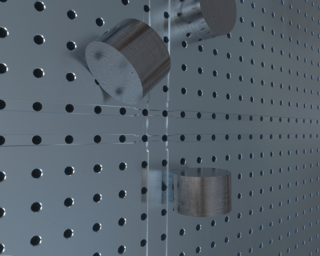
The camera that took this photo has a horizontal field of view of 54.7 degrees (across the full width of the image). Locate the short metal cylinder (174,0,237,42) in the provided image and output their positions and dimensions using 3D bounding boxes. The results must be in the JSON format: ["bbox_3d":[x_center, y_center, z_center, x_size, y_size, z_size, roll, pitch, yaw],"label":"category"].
[{"bbox_3d":[0.066,-0.170,0.451,0.081,0.050,0.079,0,90,-40],"label":"short metal cylinder"}]

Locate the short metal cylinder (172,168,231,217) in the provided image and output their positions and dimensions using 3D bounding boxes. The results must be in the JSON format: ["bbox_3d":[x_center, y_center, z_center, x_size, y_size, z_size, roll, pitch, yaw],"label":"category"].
[{"bbox_3d":[0.057,0.085,0.423,0.081,0.080,0.050,-2,91,-40],"label":"short metal cylinder"}]

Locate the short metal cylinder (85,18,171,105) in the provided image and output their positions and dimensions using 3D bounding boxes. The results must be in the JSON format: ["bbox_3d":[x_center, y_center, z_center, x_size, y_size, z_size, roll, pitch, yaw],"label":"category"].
[{"bbox_3d":[-0.035,-0.073,0.345,0.050,0.080,0.080,-48,119,-30],"label":"short metal cylinder"}]
